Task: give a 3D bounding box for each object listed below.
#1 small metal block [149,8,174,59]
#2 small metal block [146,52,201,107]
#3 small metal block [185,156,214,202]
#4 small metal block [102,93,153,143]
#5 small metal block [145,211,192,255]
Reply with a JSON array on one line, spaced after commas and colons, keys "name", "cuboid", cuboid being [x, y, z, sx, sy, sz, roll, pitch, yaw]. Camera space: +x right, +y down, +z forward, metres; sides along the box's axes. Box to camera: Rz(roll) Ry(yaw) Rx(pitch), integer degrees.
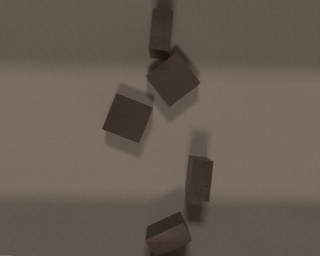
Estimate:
[{"name": "small metal block", "cuboid": [0.001, -0.119, 0.399, 0.025, 0.050, 0.050, 6, 90, 0]}, {"name": "small metal block", "cuboid": [0.017, -0.063, 0.412, 0.050, 0.025, 0.050, -38, 91, 0]}, {"name": "small metal block", "cuboid": [0.050, 0.064, 0.400, 0.025, 0.050, 0.050, 6, 90, 0]}, {"name": "small metal block", "cuboid": [-0.042, -0.013, 0.411, 0.050, 0.025, 0.050, 21, 90, -1]}, {"name": "small metal block", "cuboid": [0.010, 0.136, 0.399, 0.050, 0.050, 0.025, -25, 90, 0]}]
